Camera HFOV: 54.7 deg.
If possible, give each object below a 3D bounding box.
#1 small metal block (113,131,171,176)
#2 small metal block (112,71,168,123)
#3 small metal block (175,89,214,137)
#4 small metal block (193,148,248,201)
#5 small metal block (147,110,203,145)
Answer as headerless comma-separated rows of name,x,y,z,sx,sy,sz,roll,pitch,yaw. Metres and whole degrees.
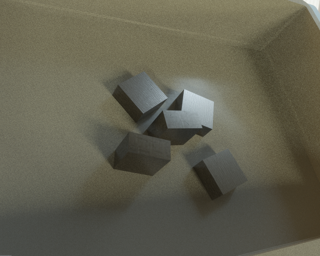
small metal block,-0.021,0.032,0.360,0.050,0.050,0.025,14,56,-21
small metal block,-0.027,-0.042,0.419,0.050,0.025,0.050,49,51,6
small metal block,0.049,-0.021,0.447,0.050,0.025,0.050,21,54,-16
small metal block,0.081,0.061,0.414,0.050,0.025,0.050,-18,72,-35
small metal block,0.018,0.001,0.400,0.050,0.050,0.025,0,62,-29
